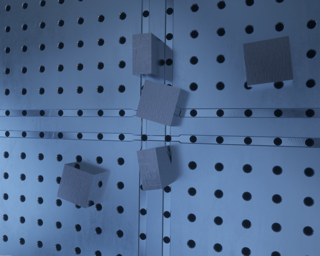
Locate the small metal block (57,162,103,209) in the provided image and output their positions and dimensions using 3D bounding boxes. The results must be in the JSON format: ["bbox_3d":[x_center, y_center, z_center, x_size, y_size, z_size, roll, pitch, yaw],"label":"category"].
[{"bbox_3d":[-0.117,0.083,0.452,0.050,0.025,0.050,17,95,18],"label":"small metal block"}]

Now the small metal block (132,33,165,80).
[{"bbox_3d":[-0.014,-0.091,0.403,0.025,0.050,0.050,0,90,20],"label":"small metal block"}]

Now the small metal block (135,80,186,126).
[{"bbox_3d":[0.001,-0.033,0.411,0.050,0.025,0.050,17,96,18],"label":"small metal block"}]

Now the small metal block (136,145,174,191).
[{"bbox_3d":[-0.005,0.051,0.400,0.025,0.050,0.050,-11,87,19],"label":"small metal block"}]

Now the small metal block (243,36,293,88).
[{"bbox_3d":[0.128,-0.077,0.367,0.050,0.025,0.050,-6,88,19],"label":"small metal block"}]
